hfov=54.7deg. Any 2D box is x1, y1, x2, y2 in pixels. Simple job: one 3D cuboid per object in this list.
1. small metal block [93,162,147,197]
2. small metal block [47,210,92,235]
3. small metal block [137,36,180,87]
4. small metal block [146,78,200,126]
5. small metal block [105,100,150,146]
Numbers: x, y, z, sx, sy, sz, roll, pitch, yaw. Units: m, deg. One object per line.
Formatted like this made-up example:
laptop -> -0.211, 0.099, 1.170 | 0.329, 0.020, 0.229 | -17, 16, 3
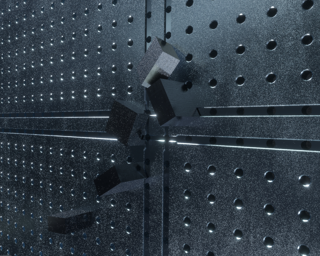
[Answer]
small metal block -> -0.056, 0.072, 0.437 | 0.050, 0.050, 0.025 | -36, 68, 34
small metal block -> -0.149, 0.154, 0.513 | 0.050, 0.050, 0.025 | -8, 85, 39
small metal block -> -0.004, -0.082, 0.397 | 0.050, 0.025, 0.050 | -54, 29, 25
small metal block -> 0.016, -0.030, 0.378 | 0.025, 0.050, 0.050 | -33, 70, 35
small metal block -> -0.048, -0.008, 0.447 | 0.050, 0.025, 0.050 | 31, 109, 35
